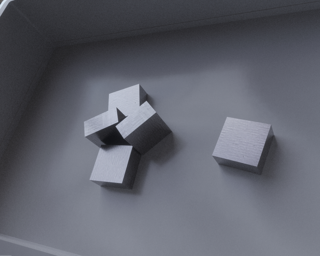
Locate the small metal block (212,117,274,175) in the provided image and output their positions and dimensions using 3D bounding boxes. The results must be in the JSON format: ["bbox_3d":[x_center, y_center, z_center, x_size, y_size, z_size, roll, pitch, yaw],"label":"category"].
[{"bbox_3d":[0.093,0.019,0.345,0.050,0.025,0.050,12,68,33],"label":"small metal block"}]

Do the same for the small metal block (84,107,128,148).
[{"bbox_3d":[-0.067,0.004,0.421,0.050,0.050,0.025,-23,54,14],"label":"small metal block"}]

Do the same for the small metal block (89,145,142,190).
[{"bbox_3d":[-0.057,0.050,0.403,0.050,0.025,0.050,0,62,28],"label":"small metal block"}]

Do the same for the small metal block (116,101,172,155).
[{"bbox_3d":[-0.020,0.001,0.398,0.050,0.050,0.025,-40,51,1],"label":"small metal block"}]

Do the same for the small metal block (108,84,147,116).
[{"bbox_3d":[-0.046,-0.030,0.447,0.050,0.025,0.050,-16,55,19],"label":"small metal block"}]
